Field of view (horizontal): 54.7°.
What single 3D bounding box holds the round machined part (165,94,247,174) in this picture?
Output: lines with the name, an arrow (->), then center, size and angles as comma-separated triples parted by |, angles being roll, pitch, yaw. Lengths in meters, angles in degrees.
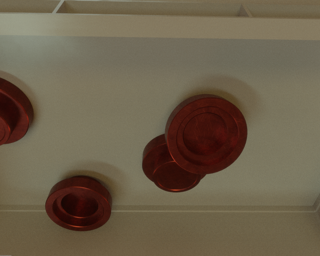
round machined part -> 0.054, 0.005, 0.388 | 0.099, 0.042, 0.097 | -3, 108, -8

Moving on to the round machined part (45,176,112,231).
round machined part -> -0.124, 0.114, 0.488 | 0.099, 0.042, 0.097 | -1, 123, -1

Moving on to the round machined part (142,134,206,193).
round machined part -> 0.023, 0.056, 0.446 | 0.099, 0.042, 0.097 | -1, 130, 0

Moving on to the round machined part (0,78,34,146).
round machined part -> -0.214, -0.014, 0.383 | 0.099, 0.042, 0.097 | -1, 130, 0
